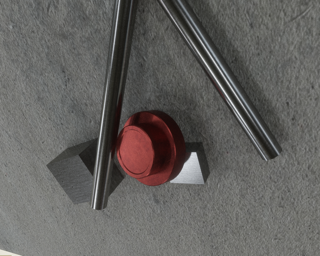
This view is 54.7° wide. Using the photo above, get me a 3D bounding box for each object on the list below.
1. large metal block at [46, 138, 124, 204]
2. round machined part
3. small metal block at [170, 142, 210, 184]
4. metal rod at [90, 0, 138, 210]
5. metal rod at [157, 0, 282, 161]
[{"bbox_3d":[-0.118,0.070,0.494,0.080,0.050,0.080,-18,109,35],"label":"large metal block"},{"bbox_3d":[-0.018,0.027,0.397,0.098,0.042,0.097,8,102,41],"label":"round machined part"},{"bbox_3d":[0.035,0.047,0.416,0.050,0.025,0.050,-3,117,29],"label":"small metal block"},{"bbox_3d":[-0.062,-0.021,0.391,0.025,0.025,0.298,20,116,16],"label":"metal rod"},{"bbox_3d":[0.042,-0.089,0.328,0.025,0.025,0.299,-28,104,37],"label":"metal rod"}]
